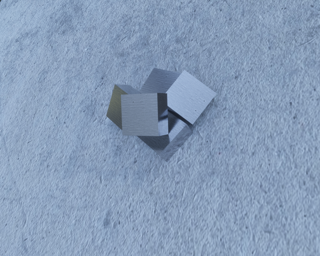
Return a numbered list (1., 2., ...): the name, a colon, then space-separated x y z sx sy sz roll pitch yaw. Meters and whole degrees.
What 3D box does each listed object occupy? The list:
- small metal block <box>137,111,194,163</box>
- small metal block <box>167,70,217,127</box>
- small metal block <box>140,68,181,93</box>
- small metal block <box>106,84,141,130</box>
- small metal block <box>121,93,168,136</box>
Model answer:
1. small metal block: 0.005 0.008 0.397 0.050 0.025 0.050 -48 52 -6
2. small metal block: 0.035 -0.037 0.394 0.050 0.025 0.050 37 81 4
3. small metal block: 0.004 -0.053 0.435 0.050 0.025 0.050 19 71 35
4. small metal block: -0.045 -0.027 0.429 0.050 0.025 0.050 38 119 37
5. small metal block: -0.019 -0.016 0.377 0.050 0.025 0.050 0 94 28
